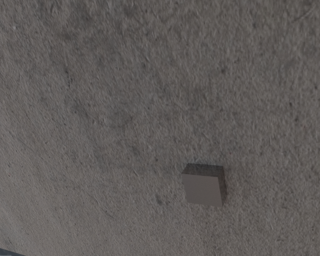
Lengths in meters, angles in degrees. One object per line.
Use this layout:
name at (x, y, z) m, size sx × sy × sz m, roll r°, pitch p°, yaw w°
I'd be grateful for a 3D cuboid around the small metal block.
small metal block at (0.061, 0.077, 0.423) m, size 0.050 × 0.025 × 0.050 m, roll 1°, pitch 119°, yaw 28°
